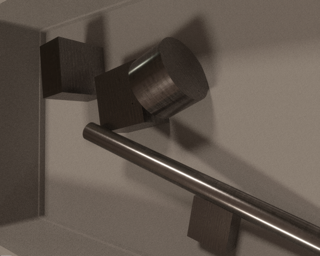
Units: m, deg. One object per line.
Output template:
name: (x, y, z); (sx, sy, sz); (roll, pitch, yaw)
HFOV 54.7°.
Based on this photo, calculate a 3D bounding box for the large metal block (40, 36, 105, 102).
large metal block: (-0.132, -0.086, 0.477); (0.050, 0.081, 0.080); (-9, 84, 39)

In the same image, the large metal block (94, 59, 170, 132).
large metal block: (-0.039, -0.039, 0.421); (0.080, 0.050, 0.080); (-13, 82, 39)

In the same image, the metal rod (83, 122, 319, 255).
metal rod: (0.030, 0.056, 0.346); (0.300, 0.025, 0.025); (23, 105, 26)

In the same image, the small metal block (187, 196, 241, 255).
small metal block: (0.062, 0.107, 0.354); (0.050, 0.025, 0.050); (14, 99, 38)

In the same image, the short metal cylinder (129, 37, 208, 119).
short metal cylinder: (0.011, -0.057, 0.361); (0.050, 0.081, 0.080); (-29, 72, 36)
